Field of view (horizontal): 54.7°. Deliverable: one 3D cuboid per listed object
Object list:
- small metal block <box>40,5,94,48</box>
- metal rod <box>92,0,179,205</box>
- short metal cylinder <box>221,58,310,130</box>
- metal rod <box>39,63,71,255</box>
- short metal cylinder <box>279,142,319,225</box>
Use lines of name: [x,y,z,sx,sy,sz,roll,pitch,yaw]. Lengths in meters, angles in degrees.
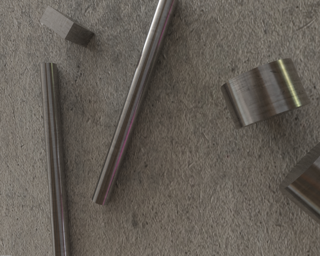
small metal block: [-0.131,-0.144,0.442,0.050,0.050,0.025,37,102,16]
metal rod: [-0.035,-0.036,0.421,0.025,0.025,0.298,22,97,18]
short metal cylinder: [0.114,-0.035,0.340,0.080,0.080,0.050,-22,83,18]
metal rod: [-0.157,0.053,0.464,0.025,0.025,0.298,-5,88,20]
short metal cylinder: [0.171,0.052,0.320,0.050,0.080,0.080,42,103,15]
